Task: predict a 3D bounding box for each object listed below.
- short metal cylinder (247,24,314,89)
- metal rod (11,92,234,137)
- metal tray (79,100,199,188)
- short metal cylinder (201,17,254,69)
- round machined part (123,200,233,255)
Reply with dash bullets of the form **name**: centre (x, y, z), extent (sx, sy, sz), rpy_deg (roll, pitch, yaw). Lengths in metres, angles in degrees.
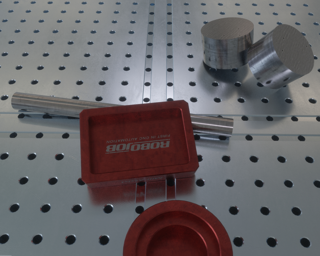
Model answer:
- **short metal cylinder**: centre (0.178, -0.104, 0.457), extent (0.081, 0.050, 0.080), rpy_deg (9, 69, -25)
- **metal rod**: centre (-0.054, -0.019, 0.423), extent (0.302, 0.025, 0.025), rpy_deg (7, 51, 6)
- **metal tray**: centre (-0.026, 0.018, 0.370), extent (0.131, 0.030, 0.090), rpy_deg (-6, 69, -5)
- **short metal cylinder**: centre (0.108, -0.137, 0.496), extent (0.080, 0.050, 0.080), rpy_deg (-7, 40, 6)
- **round machined part**: centre (0.016, 0.122, 0.294), extent (0.099, 0.042, 0.098), rpy_deg (0, 50, 0)
